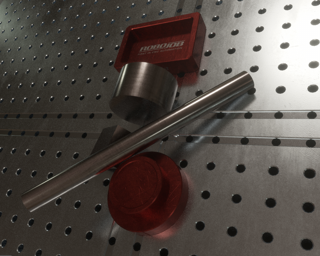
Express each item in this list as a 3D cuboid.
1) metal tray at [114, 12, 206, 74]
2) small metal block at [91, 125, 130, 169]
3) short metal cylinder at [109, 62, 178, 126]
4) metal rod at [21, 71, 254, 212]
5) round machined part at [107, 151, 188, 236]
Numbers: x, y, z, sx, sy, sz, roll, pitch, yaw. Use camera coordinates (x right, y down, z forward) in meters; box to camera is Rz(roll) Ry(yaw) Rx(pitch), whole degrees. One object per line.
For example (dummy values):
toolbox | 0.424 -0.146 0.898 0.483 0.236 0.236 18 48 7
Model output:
metal tray | 0.000 -0.126 0.480 0.130 0.030 0.090 -2 61 27
small metal block | -0.066 0.026 0.412 0.050 0.025 0.050 -11 51 57
short metal cylinder | -0.021 -0.042 0.408 0.080 0.080 0.050 1 62 28
metal rod | -0.020 0.012 0.371 0.301 0.025 0.025 -29 51 -6
round machined part | -0.020 0.072 0.363 0.098 0.042 0.098 -13 57 20
